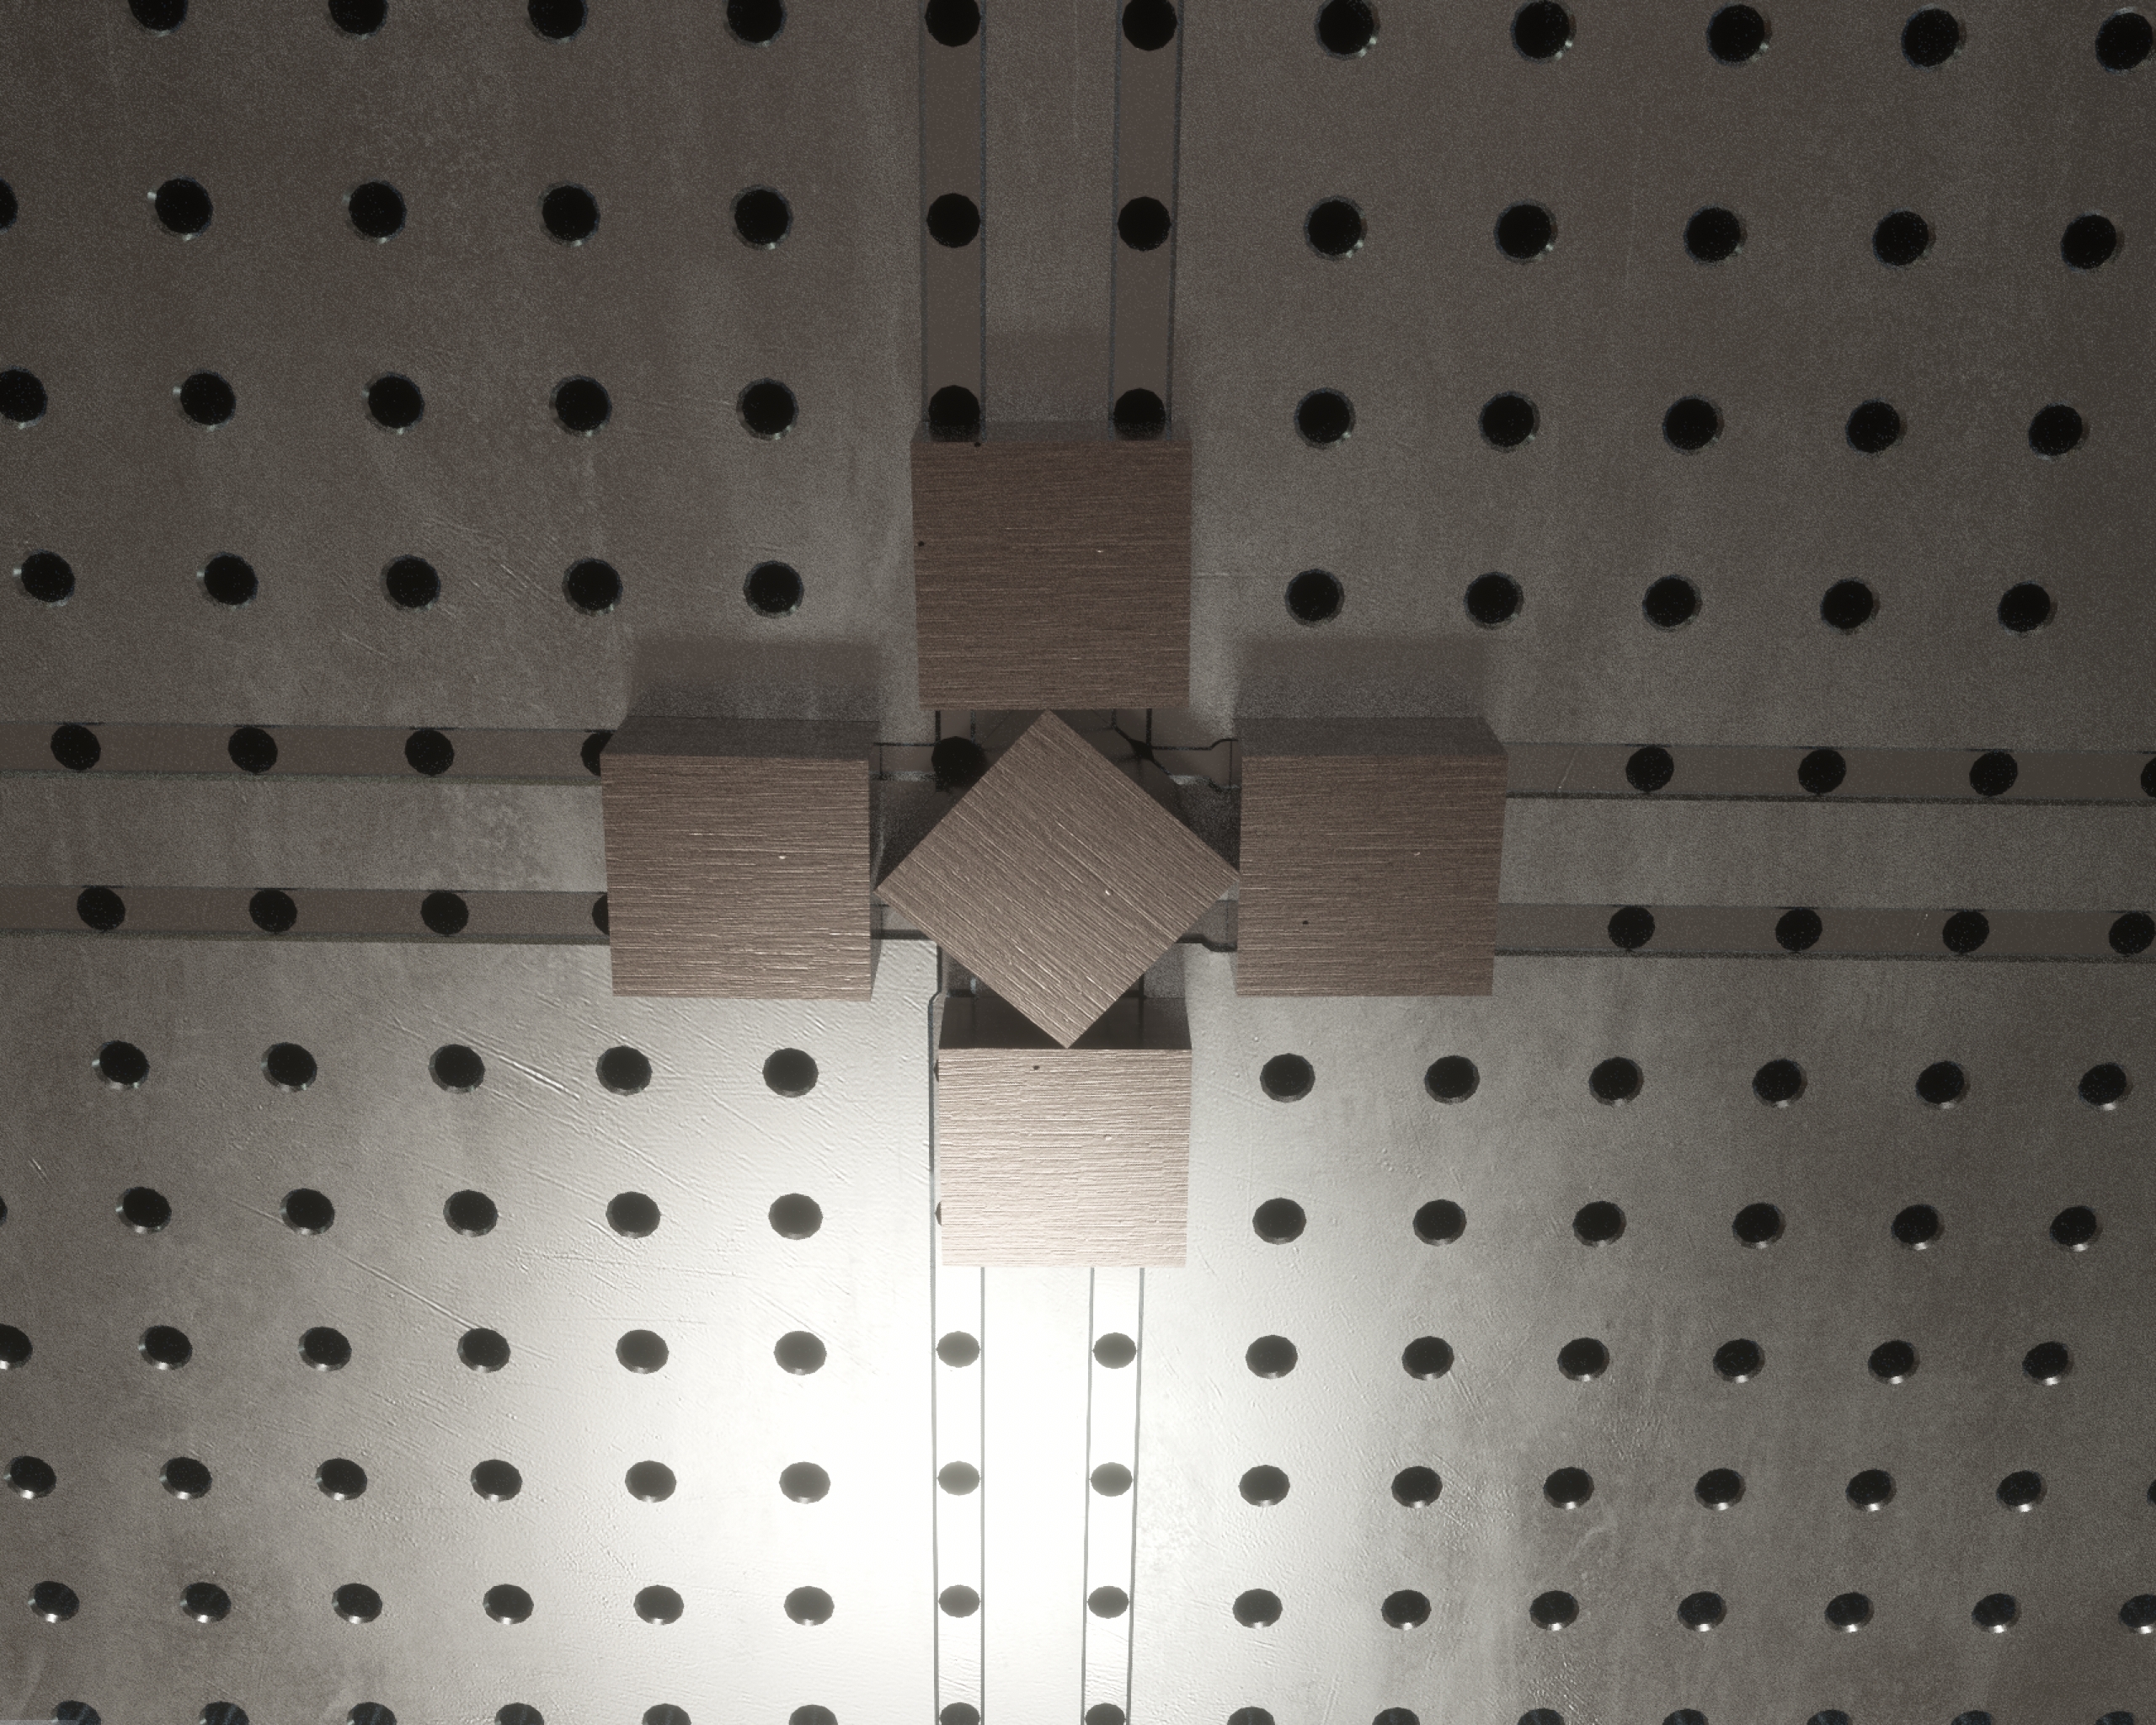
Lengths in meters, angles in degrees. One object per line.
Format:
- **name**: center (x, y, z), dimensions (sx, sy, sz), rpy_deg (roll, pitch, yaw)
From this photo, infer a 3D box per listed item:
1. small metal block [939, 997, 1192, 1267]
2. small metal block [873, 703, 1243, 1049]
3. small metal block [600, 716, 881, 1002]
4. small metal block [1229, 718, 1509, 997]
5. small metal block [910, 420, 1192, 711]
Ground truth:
- **small metal block**: center (-0.003, 0.056, 0.434), dimensions (0.050, 0.025, 0.050), rpy_deg (0, 110, -1)
- **small metal block**: center (-0.004, 0.000, 0.413), dimensions (0.050, 0.025, 0.050), rpy_deg (40, 105, -14)
- **small metal block**: center (-0.065, -0.001, 0.412), dimensions (0.050, 0.025, 0.050), rpy_deg (1, 110, -1)
- **small metal block**: center (0.056, -0.001, 0.414), dimensions (0.050, 0.025, 0.050), rpy_deg (0, 110, -1)
- **small metal block**: center (-0.005, -0.056, 0.393), dimensions (0.050, 0.025, 0.050), rpy_deg (-1, 110, -1)
